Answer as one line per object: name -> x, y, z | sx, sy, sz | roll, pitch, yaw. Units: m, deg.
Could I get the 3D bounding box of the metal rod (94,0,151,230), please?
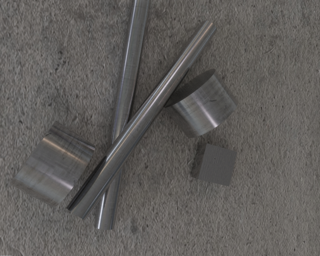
metal rod -> -0.046, -0.025, 0.392 | 0.025, 0.025, 0.298 | 10, 87, -20

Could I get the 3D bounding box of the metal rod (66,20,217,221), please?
metal rod -> -0.011, -0.024, 0.384 | 0.025, 0.025, 0.300 | 40, 70, -16

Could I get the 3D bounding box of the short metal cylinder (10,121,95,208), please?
short metal cylinder -> -0.115, 0.039, 0.337 | 0.050, 0.080, 0.080 | 36, 78, -17

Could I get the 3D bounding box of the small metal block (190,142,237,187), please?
small metal block -> 0.076, 0.051, 0.437 | 0.050, 0.025, 0.050 | 16, 85, -20

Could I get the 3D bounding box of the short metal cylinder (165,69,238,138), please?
short metal cylinder -> 0.052, -0.032, 0.399 | 0.080, 0.080, 0.050 | -42, 104, -15
